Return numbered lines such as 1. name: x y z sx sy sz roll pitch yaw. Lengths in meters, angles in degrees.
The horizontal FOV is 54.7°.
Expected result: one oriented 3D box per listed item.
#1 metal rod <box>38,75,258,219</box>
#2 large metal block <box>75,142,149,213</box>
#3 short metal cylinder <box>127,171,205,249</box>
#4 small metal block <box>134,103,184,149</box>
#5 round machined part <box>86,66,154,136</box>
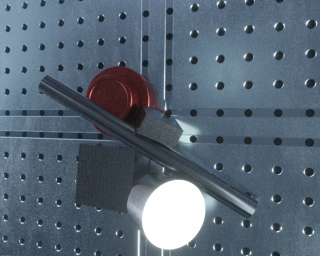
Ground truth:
1. metal rod: -0.017 0.021 0.383 0.301 0.025 0.025 31 100 4
2. large metal block: -0.063 0.063 0.418 0.080 0.050 0.079 5 92 19
3. short metal cylinder: 0.007 0.097 0.373 0.081 0.050 0.079 -2 94 -25
4. small metal block: -0.003 -0.003 0.389 0.050 0.050 0.025 24 103 -17
5. round machined part: -0.061 -0.036 0.424 0.098 0.042 0.097 0 90 19
